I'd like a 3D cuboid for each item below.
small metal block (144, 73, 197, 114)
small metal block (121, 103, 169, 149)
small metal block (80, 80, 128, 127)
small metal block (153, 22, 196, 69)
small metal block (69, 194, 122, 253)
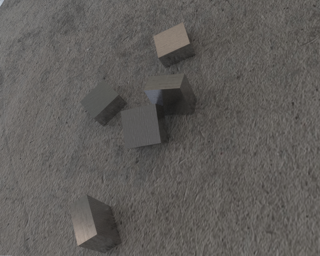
[{"bbox_3d":[0.015,-0.043,0.405,0.050,0.050,0.025,0,54,28],"label":"small metal block"},{"bbox_3d":[-0.020,-0.001,0.403,0.050,0.025,0.050,-11,82,22],"label":"small metal block"},{"bbox_3d":[-0.086,-0.038,0.473,0.050,0.025,0.050,-45,51,-3],"label":"small metal block"},{"bbox_3d":[0.021,-0.125,0.470,0.050,0.025,0.050,-22,54,15],"label":"small metal block"},{"bbox_3d":[-0.074,0.112,0.358,0.025,0.050,0.050,-33,52,7],"label":"small metal block"}]
